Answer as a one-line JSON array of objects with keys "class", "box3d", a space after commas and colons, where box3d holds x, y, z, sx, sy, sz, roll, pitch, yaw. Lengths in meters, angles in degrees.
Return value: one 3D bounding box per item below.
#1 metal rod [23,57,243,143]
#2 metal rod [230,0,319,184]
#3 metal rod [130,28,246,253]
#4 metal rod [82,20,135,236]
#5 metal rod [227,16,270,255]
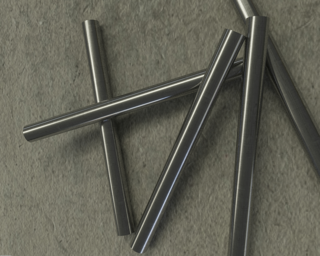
[{"class": "metal rod", "box3d": [-0.039, -0.033, 0.400, 0.301, 0.025, 0.025, -16, 85, 11]}, {"class": "metal rod", "box3d": [0.138, -0.064, 0.360, 0.025, 0.025, 0.299, -26, 82, 18]}, {"class": "metal rod", "box3d": [0.027, 0.028, 0.380, 0.025, 0.025, 0.298, 28, 106, 17]}, {"class": "metal rod", "box3d": [-0.073, -0.003, 0.433, 0.025, 0.025, 0.298, -12, 86, 19]}, {"class": "metal rod", "box3d": [0.101, 0.027, 0.359, 0.025, 0.025, 0.298, 5, 97, 19]}]
